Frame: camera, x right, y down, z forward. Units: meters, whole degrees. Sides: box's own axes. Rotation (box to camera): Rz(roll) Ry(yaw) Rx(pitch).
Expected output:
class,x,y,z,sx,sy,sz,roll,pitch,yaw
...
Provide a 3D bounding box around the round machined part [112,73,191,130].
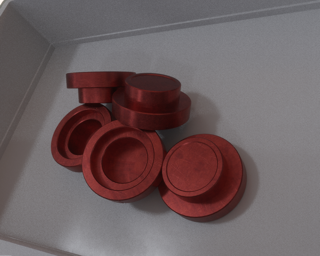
class,x,y,z,sx,sy,sz,roll,pitch,yaw
round machined part,-0.010,-0.039,0.385,0.099,0.042,0.098,4,27,-2

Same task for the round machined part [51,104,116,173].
class,x,y,z,sx,sy,sz,roll,pitch,yaw
round machined part,-0.098,0.017,0.431,0.098,0.042,0.098,-13,56,20

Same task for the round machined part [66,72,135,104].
class,x,y,z,sx,sy,sz,roll,pitch,yaw
round machined part,-0.083,-0.058,0.447,0.098,0.099,0.042,3,99,29

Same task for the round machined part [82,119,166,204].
class,x,y,z,sx,sy,sz,roll,pitch,yaw
round machined part,-0.039,0.041,0.372,0.098,0.042,0.098,-5,67,12

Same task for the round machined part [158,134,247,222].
class,x,y,z,sx,sy,sz,roll,pitch,yaw
round machined part,0.041,0.049,0.340,0.098,0.042,0.098,-13,56,20
